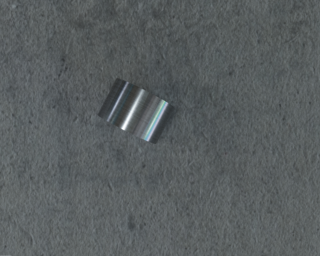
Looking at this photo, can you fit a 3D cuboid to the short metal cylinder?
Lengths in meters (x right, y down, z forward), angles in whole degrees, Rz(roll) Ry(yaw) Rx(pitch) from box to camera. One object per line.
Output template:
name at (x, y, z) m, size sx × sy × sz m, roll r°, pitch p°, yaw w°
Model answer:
short metal cylinder at (-0.029, -0.020, 0.382) m, size 0.080 × 0.080 × 0.050 m, roll 27°, pitch 90°, yaw -1°
